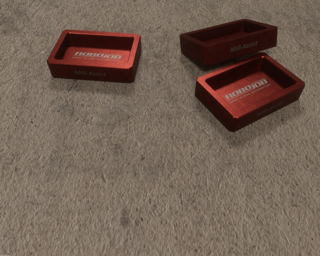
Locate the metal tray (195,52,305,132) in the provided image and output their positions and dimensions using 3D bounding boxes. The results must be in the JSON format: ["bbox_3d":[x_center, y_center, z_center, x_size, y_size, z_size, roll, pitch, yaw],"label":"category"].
[{"bbox_3d":[0.128,-0.056,0.448,0.131,0.030,0.090,-24,54,-20],"label":"metal tray"}]

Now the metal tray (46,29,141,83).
[{"bbox_3d":[-0.101,-0.117,0.496,0.131,0.030,0.090,5,50,3],"label":"metal tray"}]

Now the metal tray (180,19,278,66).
[{"bbox_3d":[0.109,-0.142,0.501,0.131,0.030,0.090,-18,32,-15],"label":"metal tray"}]
